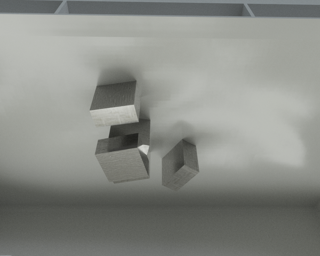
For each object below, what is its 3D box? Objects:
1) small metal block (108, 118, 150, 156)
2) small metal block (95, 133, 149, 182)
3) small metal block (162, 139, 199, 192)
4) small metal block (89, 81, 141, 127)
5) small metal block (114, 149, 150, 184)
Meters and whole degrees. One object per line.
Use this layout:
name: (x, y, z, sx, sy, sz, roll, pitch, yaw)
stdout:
small metal block: (-0.040, 0.011, 0.401, 0.050, 0.050, 0.025, 10, 130, -8)
small metal block: (-0.044, 0.036, 0.374, 0.050, 0.025, 0.050, -10, 130, 8)
small metal block: (0.027, 0.052, 0.437, 0.025, 0.050, 0.050, 28, 125, -22)
small metal block: (-0.051, -0.029, 0.367, 0.050, 0.050, 0.025, -7, 130, 6)
small metal block: (-0.041, 0.047, 0.432, 0.050, 0.050, 0.025, -10, 130, 8)
